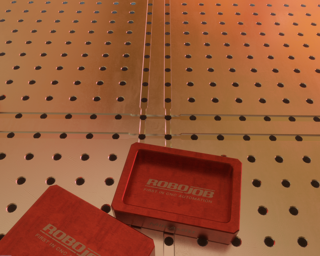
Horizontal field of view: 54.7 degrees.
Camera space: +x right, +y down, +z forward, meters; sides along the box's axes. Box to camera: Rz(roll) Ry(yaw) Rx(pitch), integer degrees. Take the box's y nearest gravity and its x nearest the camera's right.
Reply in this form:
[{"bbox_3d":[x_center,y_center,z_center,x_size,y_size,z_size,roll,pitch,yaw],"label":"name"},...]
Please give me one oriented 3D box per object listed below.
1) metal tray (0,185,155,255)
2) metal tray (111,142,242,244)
[{"bbox_3d":[-0.082,0.123,0.300,0.130,0.030,0.090,24,54,18],"label":"metal tray"},{"bbox_3d":[0.022,0.069,0.346,0.131,0.030,0.090,9,50,7],"label":"metal tray"}]
